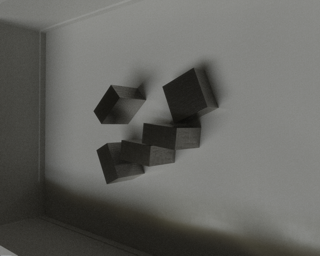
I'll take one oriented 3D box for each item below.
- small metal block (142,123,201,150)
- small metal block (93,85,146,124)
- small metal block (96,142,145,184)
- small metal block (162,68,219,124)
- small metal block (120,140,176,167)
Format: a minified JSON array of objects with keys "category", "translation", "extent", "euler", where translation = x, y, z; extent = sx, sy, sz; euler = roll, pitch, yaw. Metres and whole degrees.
[{"category":"small metal block","translation":[0.014,0.009,0.377],"extent":[0.050,0.050,0.025],"euler":[9,96,39]},{"category":"small metal block","translation":[-0.056,-0.031,0.435],"extent":[0.050,0.050,0.025],"euler":[-50,61,28]},{"category":"small metal block","translation":[-0.055,0.048,0.434],"extent":[0.025,0.050,0.050],"euler":[-32,70,35]},{"category":"small metal block","translation":[0.036,-0.038,0.376],"extent":[0.050,0.025,0.050],"euler":[-27,73,36]},{"category":"small metal block","translation":[-0.015,0.030,0.401],"extent":[0.050,0.050,0.025],"euler":[9,96,39]}]
